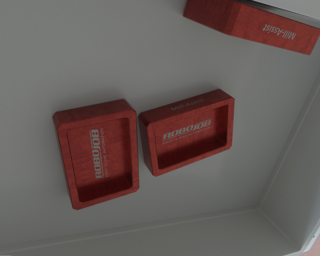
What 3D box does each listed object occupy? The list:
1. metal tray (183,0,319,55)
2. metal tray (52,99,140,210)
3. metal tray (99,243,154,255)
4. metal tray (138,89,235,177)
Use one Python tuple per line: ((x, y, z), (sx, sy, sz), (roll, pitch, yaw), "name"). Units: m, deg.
((0.104, -0.119, 0.351), (0.131, 0.090, 0.030), (3, 117, -30), "metal tray")
((-0.075, 0.035, 0.386), (0.091, 0.030, 0.129), (-14, 124, -21), "metal tray")
((-0.067, 0.264, 0.536), (0.091, 0.030, 0.129), (0, 118, -29), "metal tray")
((0.040, 0.006, 0.432), (0.131, 0.030, 0.089), (-18, 126, -18), "metal tray")
